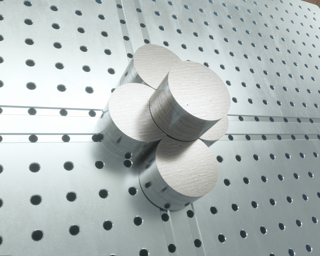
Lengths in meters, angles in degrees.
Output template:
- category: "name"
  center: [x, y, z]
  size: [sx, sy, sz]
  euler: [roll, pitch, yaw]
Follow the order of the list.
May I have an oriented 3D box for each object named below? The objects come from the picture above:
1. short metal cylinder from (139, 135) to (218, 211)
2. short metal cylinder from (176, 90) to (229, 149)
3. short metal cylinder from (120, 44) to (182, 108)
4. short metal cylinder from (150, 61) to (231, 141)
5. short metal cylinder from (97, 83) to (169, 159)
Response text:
- category: "short metal cylinder"
  center: [0.022, 0.052, 0.371]
  size: [0.081, 0.050, 0.080]
  euler: [14, 54, -20]
- category: "short metal cylinder"
  center: [0.045, -0.008, 0.420]
  size: [0.081, 0.050, 0.080]
  euler: [14, 56, -21]
- category: "short metal cylinder"
  center: [-0.008, -0.068, 0.428]
  size: [0.081, 0.050, 0.080]
  euler: [14, 56, -22]
- category: "short metal cylinder"
  center: [0.035, -0.031, 0.364]
  size: [0.081, 0.050, 0.080]
  euler: [14, 56, -21]
- category: "short metal cylinder"
  center: [-0.031, -0.008, 0.380]
  size: [0.081, 0.050, 0.080]
  euler: [14, 56, -21]
